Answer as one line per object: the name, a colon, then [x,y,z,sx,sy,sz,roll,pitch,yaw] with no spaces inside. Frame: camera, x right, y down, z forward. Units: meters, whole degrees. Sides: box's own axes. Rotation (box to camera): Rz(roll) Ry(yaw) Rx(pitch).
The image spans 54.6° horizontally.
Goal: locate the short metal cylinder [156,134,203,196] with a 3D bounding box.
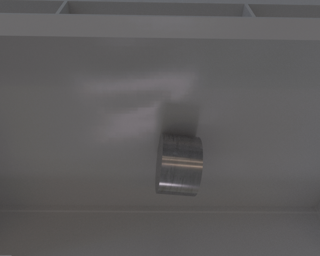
short metal cylinder: [0.023,0.049,0.415,0.050,0.080,0.079,6,130,-5]
